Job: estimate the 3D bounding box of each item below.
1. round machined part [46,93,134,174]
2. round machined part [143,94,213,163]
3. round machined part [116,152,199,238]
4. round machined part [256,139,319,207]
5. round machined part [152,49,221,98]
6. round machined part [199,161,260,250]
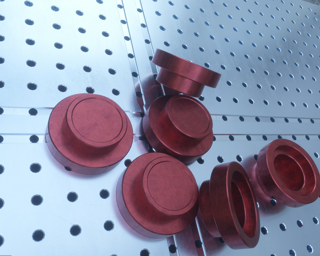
[{"bbox_3d":[-0.076,0.000,0.356,0.099,0.042,0.098,13,56,-21],"label":"round machined part"},{"bbox_3d":[0.030,-0.006,0.411,0.099,0.042,0.098,17,50,-21],"label":"round machined part"},{"bbox_3d":[0.004,0.072,0.355,0.099,0.042,0.098,13,56,-21],"label":"round machined part"},{"bbox_3d":[0.181,0.068,0.452,0.099,0.042,0.098,13,56,-21],"label":"round machined part"},{"bbox_3d":[0.033,-0.075,0.439,0.098,0.042,0.098,21,13,-5],"label":"round machined part"},{"bbox_3d":[0.080,0.091,0.366,0.098,0.042,0.098,36,45,-46],"label":"round machined part"}]
